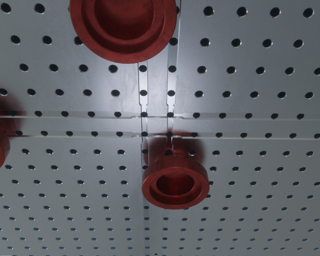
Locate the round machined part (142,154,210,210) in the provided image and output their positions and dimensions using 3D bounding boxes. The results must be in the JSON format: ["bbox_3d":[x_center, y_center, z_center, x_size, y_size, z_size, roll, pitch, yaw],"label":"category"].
[{"bbox_3d":[0.023,0.076,0.465,0.099,0.042,0.097,0,130,0],"label":"round machined part"}]

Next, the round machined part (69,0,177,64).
[{"bbox_3d":[-0.033,-0.116,0.302,0.099,0.042,0.097,0,130,0],"label":"round machined part"}]

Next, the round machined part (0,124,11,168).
[{"bbox_3d":[-0.249,0.014,0.410,0.099,0.042,0.097,0,130,0],"label":"round machined part"}]
